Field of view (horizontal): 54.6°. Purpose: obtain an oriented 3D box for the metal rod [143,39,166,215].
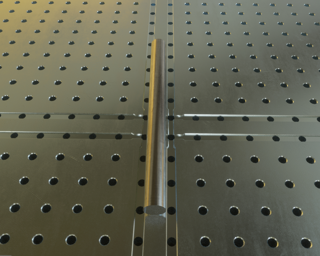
[{"bbox_3d":[-0.004,-0.026,0.430,0.025,0.025,0.300,1,50,0],"label":"metal rod"}]
